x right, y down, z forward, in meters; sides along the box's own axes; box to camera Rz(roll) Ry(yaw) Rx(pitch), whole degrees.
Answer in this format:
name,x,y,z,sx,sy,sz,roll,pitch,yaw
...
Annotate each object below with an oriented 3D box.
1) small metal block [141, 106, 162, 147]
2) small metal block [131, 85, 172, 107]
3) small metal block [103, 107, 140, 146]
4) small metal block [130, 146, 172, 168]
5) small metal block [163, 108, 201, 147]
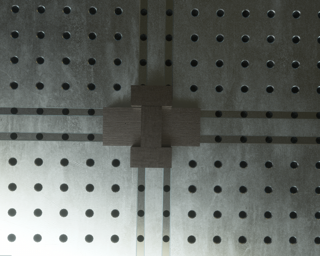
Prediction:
name,x,y,z,sx,sy,sz,roll,pitch,yaw
small metal block,-0.011,-0.002,0.400,0.025,0.050,0.050,1,90,0
small metal block,-0.010,-0.039,0.400,0.050,0.050,0.025,1,90,-1
small metal block,-0.049,-0.002,0.412,0.050,0.025,0.050,1,90,-1
small metal block,-0.011,0.036,0.400,0.050,0.050,0.025,1,90,-1
small metal block,0.027,-0.001,0.413,0.050,0.025,0.050,1,90,-1
